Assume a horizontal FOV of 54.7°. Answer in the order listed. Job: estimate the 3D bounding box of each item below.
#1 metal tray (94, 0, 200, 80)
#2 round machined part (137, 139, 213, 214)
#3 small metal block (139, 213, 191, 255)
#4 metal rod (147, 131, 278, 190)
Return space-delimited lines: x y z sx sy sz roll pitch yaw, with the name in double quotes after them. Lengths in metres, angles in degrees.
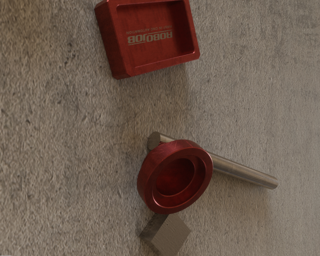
-0.010 -0.120 0.394 0.131 0.030 0.089 -23 105 -38 "metal tray"
0.015 0.057 0.392 0.099 0.042 0.097 -15 123 -25 "round machined part"
0.008 0.141 0.414 0.050 0.025 0.050 -51 120 -28 "small metal block"
0.102 0.060 0.493 0.302 0.025 0.025 22 76 -38 "metal rod"
